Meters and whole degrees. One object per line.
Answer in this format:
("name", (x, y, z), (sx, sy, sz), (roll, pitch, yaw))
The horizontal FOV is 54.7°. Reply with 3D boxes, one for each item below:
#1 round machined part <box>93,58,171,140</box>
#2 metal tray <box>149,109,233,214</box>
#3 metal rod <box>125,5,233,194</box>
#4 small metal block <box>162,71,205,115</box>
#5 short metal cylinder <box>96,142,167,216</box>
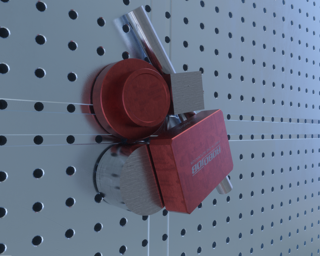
("round machined part", (-0.026, -0.035, 0.370), (0.099, 0.042, 0.097), (0, 90, -39))
("metal tray", (0.046, 0.036, 0.390), (0.131, 0.030, 0.089), (-28, 109, -50))
("metal rod", (0.036, -0.024, 0.435), (0.025, 0.025, 0.299), (-44, 117, -31))
("small metal block", (0.028, -0.046, 0.398), (0.050, 0.025, 0.050), (-12, 101, -34))
("short metal cylinder", (-0.027, 0.058, 0.365), (0.081, 0.050, 0.079), (0, 90, -40))
